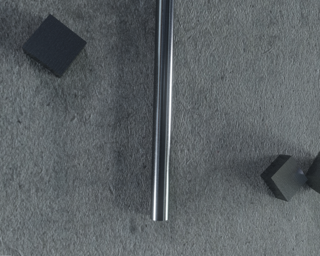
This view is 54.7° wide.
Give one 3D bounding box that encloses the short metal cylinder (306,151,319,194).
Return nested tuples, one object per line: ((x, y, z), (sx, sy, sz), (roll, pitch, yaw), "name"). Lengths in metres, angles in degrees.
((0.277, 0.077, 0.485), (0.080, 0.080, 0.050), (40, 77, -16), "short metal cylinder")

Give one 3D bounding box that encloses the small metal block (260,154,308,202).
((0.194, 0.077, 0.483), (0.050, 0.025, 0.050), (-41, 103, -16), "small metal block")

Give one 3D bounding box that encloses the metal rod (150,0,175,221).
((0.004, -0.030, 0.411), (0.025, 0.025, 0.298), (2, 90, -20), "metal rod")

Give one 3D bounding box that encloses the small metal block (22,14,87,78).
((-0.123, -0.095, 0.364), (0.050, 0.025, 0.050), (37, 78, -17), "small metal block")
